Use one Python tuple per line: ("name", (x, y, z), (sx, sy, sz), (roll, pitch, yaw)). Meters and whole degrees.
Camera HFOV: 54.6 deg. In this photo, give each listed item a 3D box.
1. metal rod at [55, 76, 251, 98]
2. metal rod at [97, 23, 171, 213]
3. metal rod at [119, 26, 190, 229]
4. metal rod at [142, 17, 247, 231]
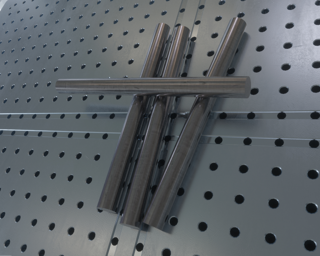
("metal rod", (-0.030, -0.057, 0.426), (0.300, 0.025, 0.025), (5, 64, 30))
("metal rod", (-0.030, -0.030, 0.443), (0.025, 0.025, 0.300), (1, 62, 29))
("metal rod", (0.000, -0.018, 0.420), (0.025, 0.025, 0.300), (1, 62, 28))
("metal rod", (0.051, -0.019, 0.393), (0.025, 0.025, 0.300), (12, 68, 33))
